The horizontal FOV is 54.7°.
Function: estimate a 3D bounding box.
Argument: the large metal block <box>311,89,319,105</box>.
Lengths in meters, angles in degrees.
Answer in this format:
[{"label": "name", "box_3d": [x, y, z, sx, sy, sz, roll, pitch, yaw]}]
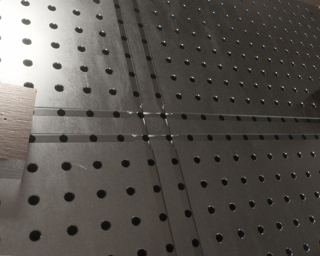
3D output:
[{"label": "large metal block", "box_3d": [0.373, -0.063, 0.636, 0.081, 0.050, 0.080, -28, 78, -38]}]

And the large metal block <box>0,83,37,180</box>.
[{"label": "large metal block", "box_3d": [-0.170, 0.000, 0.301, 0.081, 0.050, 0.080, 10, 58, -24]}]
